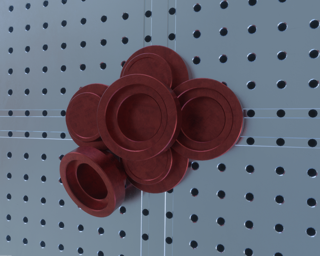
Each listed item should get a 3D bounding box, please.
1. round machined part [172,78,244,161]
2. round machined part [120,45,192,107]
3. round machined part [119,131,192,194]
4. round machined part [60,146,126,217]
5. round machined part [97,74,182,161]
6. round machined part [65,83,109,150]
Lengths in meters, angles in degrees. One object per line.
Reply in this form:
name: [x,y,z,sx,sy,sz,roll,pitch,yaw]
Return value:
round machined part: [0.054,-0.010,0.384,0.098,0.042,0.097,0,90,20]
round machined part: [-0.010,-0.060,0.408,0.098,0.042,0.097,0,90,20]
round machined part: [-0.010,0.038,0.407,0.098,0.042,0.097,0,90,20]
round machined part: [-0.085,0.068,0.420,0.098,0.042,0.097,15,120,28]
round machined part: [-0.021,-0.012,0.366,0.098,0.042,0.097,0,90,20]
round machined part: [-0.092,-0.014,0.437,0.098,0.042,0.097,0,90,20]
